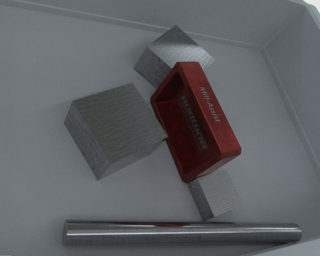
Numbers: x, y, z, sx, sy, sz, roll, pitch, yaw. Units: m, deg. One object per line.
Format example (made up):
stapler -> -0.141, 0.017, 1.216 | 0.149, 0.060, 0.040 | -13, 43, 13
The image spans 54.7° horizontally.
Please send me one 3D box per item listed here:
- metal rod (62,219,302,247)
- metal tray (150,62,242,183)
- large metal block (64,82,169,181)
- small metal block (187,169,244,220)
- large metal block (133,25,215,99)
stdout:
metal rod -> 0.046, 0.121, 0.358 | 0.302, 0.025, 0.025 | 9, 58, -24
metal tray -> 0.038, -0.007, 0.390 | 0.030, 0.090, 0.130 | -9, 66, -32
large metal block -> -0.052, 0.002, 0.361 | 0.081, 0.050, 0.080 | -24, 75, -37
small metal block -> 0.070, 0.085, 0.394 | 0.050, 0.025, 0.050 | -10, 67, -33
large metal block -> 0.022, -0.095, 0.461 | 0.080, 0.050, 0.080 | 42, 51, 0
